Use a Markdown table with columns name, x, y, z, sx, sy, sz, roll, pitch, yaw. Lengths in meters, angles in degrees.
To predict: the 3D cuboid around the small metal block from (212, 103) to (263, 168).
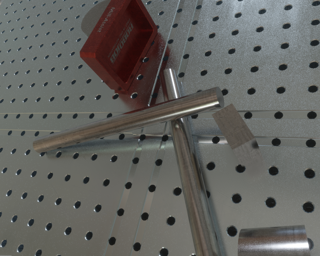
| name | x | y | z | sx | sy | sz | roll | pitch | yaw |
| --- | --- | --- | --- | --- | --- | --- | --- | --- | --- |
| small metal block | 0.086 | 0.009 | 0.341 | 0.025 | 0.050 | 0.050 | -30 | 52 | 9 |

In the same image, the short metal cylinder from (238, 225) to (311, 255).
| name | x | y | z | sx | sy | sz | roll | pitch | yaw |
| --- | --- | --- | --- | --- | --- | --- | --- | --- | --- |
| short metal cylinder | 0.097 | 0.121 | 0.248 | 0.050 | 0.080 | 0.080 | -11 | 57 | 22 |

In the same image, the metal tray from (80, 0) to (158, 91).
| name | x | y | z | sx | sy | sz | roll | pitch | yaw |
| --- | --- | --- | --- | --- | --- | --- | --- | --- | --- |
| metal tray | -0.058 | -0.134 | 0.477 | 0.030 | 0.090 | 0.130 | 12 | 68 | 33 |

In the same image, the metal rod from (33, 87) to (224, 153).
| name | x | y | z | sx | sy | sz | roll | pitch | yaw |
| --- | --- | --- | --- | --- | --- | --- | --- | --- | --- |
| metal rod | -0.061 | -0.004 | 0.419 | 0.300 | 0.025 | 0.025 | -14 | 56 | 28 |

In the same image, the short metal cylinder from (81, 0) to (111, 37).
| name | x | y | z | sx | sy | sz | roll | pitch | yaw |
| --- | --- | --- | --- | --- | --- | --- | --- | --- | --- |
| short metal cylinder | -0.091 | -0.179 | 0.548 | 0.080 | 0.050 | 0.080 | -13 | 56 | 20 |

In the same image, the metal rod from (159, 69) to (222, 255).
| name | x | y | z | sx | sy | sz | roll | pitch | yaw |
| --- | --- | --- | --- | --- | --- | --- | --- | --- | --- |
| metal rod | 0.034 | 0.044 | 0.362 | 0.025 | 0.025 | 0.299 | -21 | 54 | 15 |
